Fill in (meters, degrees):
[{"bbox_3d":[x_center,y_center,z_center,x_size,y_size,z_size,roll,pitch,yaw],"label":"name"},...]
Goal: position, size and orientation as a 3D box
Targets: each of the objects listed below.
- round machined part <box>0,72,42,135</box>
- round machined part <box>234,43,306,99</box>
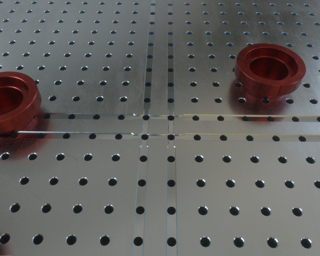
[{"bbox_3d":[-0.211,-0.029,0.420,0.099,0.042,0.098,0,50,0],"label":"round machined part"},{"bbox_3d":[0.161,-0.081,0.466,0.099,0.042,0.098,0,50,0],"label":"round machined part"}]
